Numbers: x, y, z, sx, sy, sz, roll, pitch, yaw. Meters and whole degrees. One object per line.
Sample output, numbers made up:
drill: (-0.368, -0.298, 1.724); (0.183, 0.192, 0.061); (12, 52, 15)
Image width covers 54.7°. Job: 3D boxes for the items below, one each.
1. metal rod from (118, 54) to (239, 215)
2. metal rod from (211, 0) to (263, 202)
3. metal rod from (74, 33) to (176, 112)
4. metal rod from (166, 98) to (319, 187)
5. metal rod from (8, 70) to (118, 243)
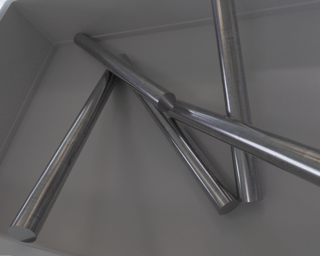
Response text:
metal rod: (0.004, -0.014, 0.412); (0.025, 0.025, 0.300); (-37, 51, 3)
metal rod: (0.077, -0.073, 0.335); (0.025, 0.025, 0.298); (-9, 81, 23)
metal rod: (-0.071, -0.097, 0.470); (0.025, 0.025, 0.300); (-46, 44, -4)
metal rod: (0.087, 0.013, 0.266); (0.025, 0.025, 0.300); (-50, 32, -7)
metal rod: (-0.098, 0.002, 0.385); (0.025, 0.025, 0.300); (-15, 33, 20)
